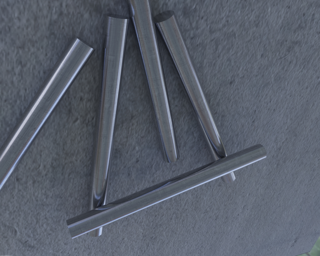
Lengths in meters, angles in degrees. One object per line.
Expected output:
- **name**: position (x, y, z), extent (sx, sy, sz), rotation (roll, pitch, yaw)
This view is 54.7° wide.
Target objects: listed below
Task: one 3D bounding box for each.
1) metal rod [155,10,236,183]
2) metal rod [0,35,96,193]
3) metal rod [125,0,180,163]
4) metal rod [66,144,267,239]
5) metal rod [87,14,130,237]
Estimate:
- **metal rod**: position (0.060, -0.019, 0.429), extent (0.025, 0.025, 0.299), rotation (-34, 129, -6)
- **metal rod**: position (-0.164, 0.032, 0.337), extent (0.025, 0.025, 0.299), rotation (29, 102, -38)
- **metal rod**: position (-0.011, -0.077, 0.354), extent (0.025, 0.025, 0.298), rotation (-24, 127, -15)
- **metal rod**: position (0.022, 0.082, 0.437), extent (0.302, 0.025, 0.025), rotation (-19, 126, -18)
- **metal rod**: position (-0.069, 0.017, 0.380), extent (0.025, 0.025, 0.298), rotation (-4, 120, -27)
